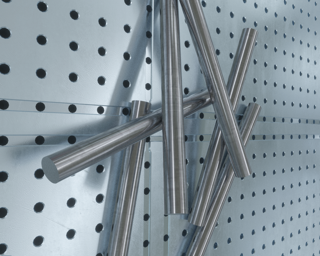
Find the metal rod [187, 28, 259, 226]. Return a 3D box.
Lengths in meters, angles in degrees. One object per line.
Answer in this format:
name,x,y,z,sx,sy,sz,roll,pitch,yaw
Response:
metal rod,0.094,-0.004,0.462,0.025,0.025,0.299,20,85,-38

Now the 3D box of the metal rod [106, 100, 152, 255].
metal rod,-0.045,0.115,0.370,0.025,0.025,0.299,14,81,-39

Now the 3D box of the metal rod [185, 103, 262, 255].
metal rod,0.102,0.087,0.493,0.025,0.025,0.300,42,65,-32

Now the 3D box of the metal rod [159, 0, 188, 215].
metal rod,0.014,-0.052,0.368,0.025,0.025,0.299,16,65,-39

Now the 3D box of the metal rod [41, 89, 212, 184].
metal rod,-0.001,-0.010,0.375,0.302,0.025,0.025,-26,107,-47

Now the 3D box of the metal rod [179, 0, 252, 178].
metal rod,0.072,-0.072,0.420,0.025,0.025,0.299,-28,104,-36
